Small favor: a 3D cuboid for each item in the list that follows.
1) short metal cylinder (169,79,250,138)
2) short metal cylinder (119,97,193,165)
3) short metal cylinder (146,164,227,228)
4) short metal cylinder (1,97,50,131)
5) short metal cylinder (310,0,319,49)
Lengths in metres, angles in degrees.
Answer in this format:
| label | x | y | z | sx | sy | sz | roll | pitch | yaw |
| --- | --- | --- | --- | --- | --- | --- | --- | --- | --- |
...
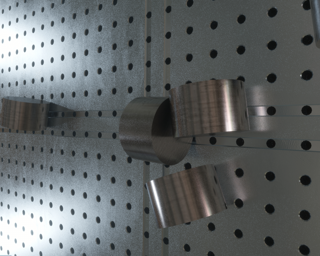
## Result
| label | x | y | z | sx | sy | sz | roll | pitch | yaw |
| --- | --- | --- | --- | --- | --- | --- | --- | --- | --- |
| short metal cylinder | 0.052 | -0.018 | 0.330 | 0.080 | 0.081 | 0.050 | -9 | 84 | 39 |
| short metal cylinder | -0.003 | 0.002 | 0.374 | 0.050 | 0.081 | 0.079 | 5 | 93 | 39 |
| short metal cylinder | 0.029 | 0.076 | 0.348 | 0.080 | 0.081 | 0.050 | -26 | 74 | 37 |
| short metal cylinder | -0.250 | -0.028 | 0.576 | 0.080 | 0.081 | 0.050 | 16 | 100 | 38 |
| short metal cylinder | 0.162 | -0.098 | 0.240 | 0.080 | 0.081 | 0.050 | -9 | 84 | 39 |
